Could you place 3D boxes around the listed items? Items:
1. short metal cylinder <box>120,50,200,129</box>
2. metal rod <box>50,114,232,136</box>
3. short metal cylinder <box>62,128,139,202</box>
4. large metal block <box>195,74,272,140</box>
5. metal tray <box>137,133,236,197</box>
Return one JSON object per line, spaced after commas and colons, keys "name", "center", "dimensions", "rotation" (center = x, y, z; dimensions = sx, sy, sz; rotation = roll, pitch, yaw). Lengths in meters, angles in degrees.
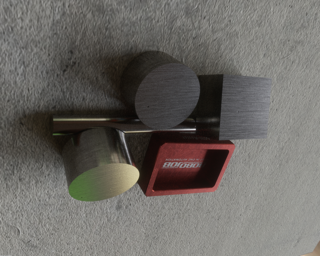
{"name": "short metal cylinder", "center": [-0.001, -0.045, 0.364], "dimensions": [0.081, 0.050, 0.079], "rotation": [-14, 124, -21]}
{"name": "metal rod", "center": [0.014, -0.006, 0.414], "dimensions": [0.303, 0.025, 0.025], "rotation": [-1, 119, -28]}
{"name": "short metal cylinder", "center": [-0.070, 0.044, 0.365], "dimensions": [0.081, 0.050, 0.080], "rotation": [-15, 145, -11]}
{"name": "large metal block", "center": [0.097, -0.028, 0.412], "dimensions": [0.081, 0.050, 0.079], "rotation": [-1, 98, -28]}
{"name": "metal tray", "center": [0.040, 0.054, 0.459], "dimensions": [0.131, 0.030, 0.089], "rotation": [3, 117, -30]}
